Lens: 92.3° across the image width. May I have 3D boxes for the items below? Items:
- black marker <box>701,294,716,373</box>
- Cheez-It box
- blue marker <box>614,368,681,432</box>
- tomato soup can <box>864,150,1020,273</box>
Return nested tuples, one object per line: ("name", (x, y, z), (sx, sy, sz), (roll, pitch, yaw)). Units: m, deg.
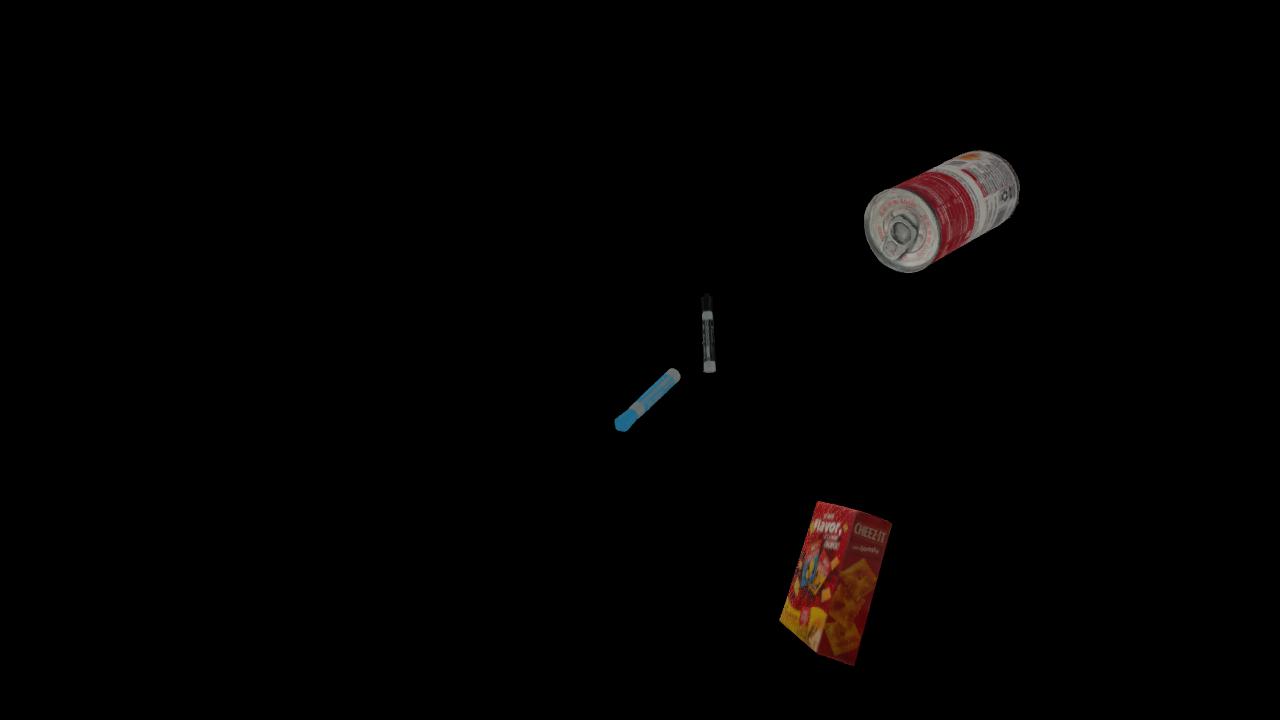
("black marker", (0.103, -0.042, 0.933), (0.020, 0.121, 0.020), (-1, -10, 0))
("Cheez-It box", (0.315, 0.351, 1.002), (0.071, 0.223, 0.166), (20, -9, -3))
("blue marker", (0.009, 0.047, 0.724), (0.020, 0.020, 0.121), (0, 29, 39))
("tomato soup can", (0.237, -0.119, 0.484), (0.101, 0.068, 0.068), (-28, 11, -22))
